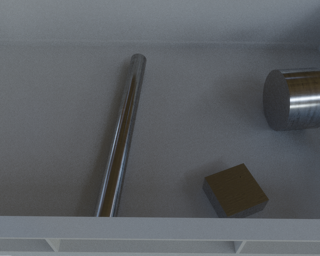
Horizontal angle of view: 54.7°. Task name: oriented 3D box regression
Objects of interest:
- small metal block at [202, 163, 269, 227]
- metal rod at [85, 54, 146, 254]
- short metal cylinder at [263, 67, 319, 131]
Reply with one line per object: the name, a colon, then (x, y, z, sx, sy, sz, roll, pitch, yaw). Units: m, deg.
small metal block: (0.082, 0.073, 0.345, 0.050, 0.025, 0.050, -17, 52, -15)
metal rod: (-0.047, 0.005, 0.399, 0.025, 0.025, 0.300, 4, 50, 3)
short metal cylinder: (0.174, -0.037, 0.403, 0.050, 0.080, 0.080, -4, 50, -4)
